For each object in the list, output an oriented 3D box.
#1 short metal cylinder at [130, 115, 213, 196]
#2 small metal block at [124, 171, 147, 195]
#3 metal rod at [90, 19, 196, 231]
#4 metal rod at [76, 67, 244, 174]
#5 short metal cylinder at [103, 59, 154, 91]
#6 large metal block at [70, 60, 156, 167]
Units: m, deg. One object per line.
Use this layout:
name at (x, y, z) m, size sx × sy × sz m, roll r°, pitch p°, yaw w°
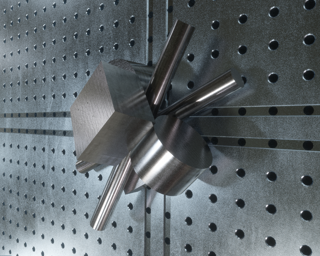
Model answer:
short metal cylinder at (0.013, 0.031, 0.358) m, size 0.050 × 0.081 × 0.080 m, roll -51°, pitch 60°, yaw 29°
small metal block at (-0.032, 0.059, 0.431) m, size 0.050 × 0.025 × 0.050 m, roll -34°, pitch 69°, yaw 34°
metal rod at (-0.030, 0.010, 0.397) m, size 0.025 × 0.025 × 0.298 m, roll 37°, pitch 112°, yaw 33°
metal rod at (-0.022, 0.004, 0.423) m, size 0.299 × 0.025 × 0.025 m, roll -29°, pitch 72°, yaw 36°
short metal cylinder at (-0.041, -0.050, 0.422) m, size 0.080 × 0.050 × 0.079 m, roll 0°, pitch 90°, yaw 40°
large metal block at (-0.058, -0.015, 0.354) m, size 0.080 × 0.050 × 0.080 m, roll -48°, pitch 45°, yaw 30°
